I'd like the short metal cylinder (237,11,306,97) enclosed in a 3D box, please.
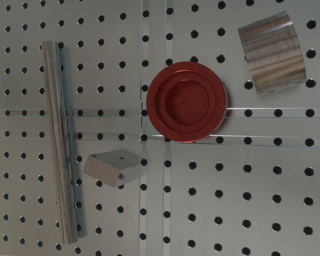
[{"bbox_3d":[0.122,-0.080,0.340,0.050,0.080,0.080,-17,85,19],"label":"short metal cylinder"}]

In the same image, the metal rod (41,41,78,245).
[{"bbox_3d":[-0.150,0.020,0.463,0.025,0.025,0.298,-7,88,19],"label":"metal rod"}]

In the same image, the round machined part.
[{"bbox_3d":[0.036,-0.031,0.390,0.098,0.042,0.097,0,90,19],"label":"round machined part"}]

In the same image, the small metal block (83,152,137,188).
[{"bbox_3d":[-0.067,0.056,0.422,0.050,0.050,0.025,22,97,18],"label":"small metal block"}]
